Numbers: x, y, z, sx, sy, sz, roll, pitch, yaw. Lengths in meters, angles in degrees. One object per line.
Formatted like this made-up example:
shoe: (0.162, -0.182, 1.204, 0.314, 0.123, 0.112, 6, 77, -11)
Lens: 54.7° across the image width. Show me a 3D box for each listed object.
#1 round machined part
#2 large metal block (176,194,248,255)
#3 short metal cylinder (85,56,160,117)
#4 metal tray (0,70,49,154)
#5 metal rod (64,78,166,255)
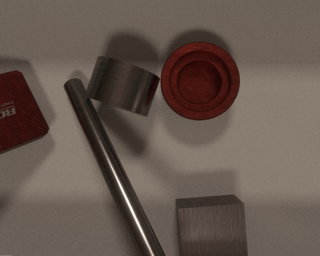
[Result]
round machined part: (0.050, -0.058, 0.404, 0.099, 0.042, 0.097, 0, 90, -1)
large metal block: (0.065, 0.134, 0.400, 0.081, 0.050, 0.079, -4, 90, -1)
short metal cylinder: (-0.046, -0.050, 0.383, 0.080, 0.080, 0.050, 18, 90, -1)
metal tray: (-0.215, -0.009, 0.370, 0.131, 0.030, 0.090, -26, 91, -36)
metal rod: (-0.048, 0.062, 0.352, 0.025, 0.025, 0.299, -30, 66, 0)
